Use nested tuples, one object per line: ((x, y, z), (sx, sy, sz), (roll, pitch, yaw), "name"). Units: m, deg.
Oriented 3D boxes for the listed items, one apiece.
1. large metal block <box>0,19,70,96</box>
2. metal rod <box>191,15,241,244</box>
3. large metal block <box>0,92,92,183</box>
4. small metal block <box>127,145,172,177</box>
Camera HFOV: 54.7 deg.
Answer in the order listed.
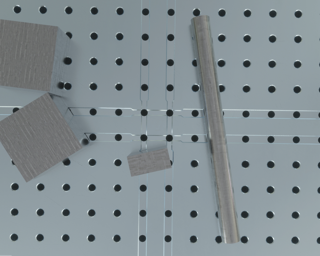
((-0.168, -0.089, 0.399), (0.080, 0.050, 0.080), (7, 90, 0), "large metal block")
((0.074, 0.002, 0.413), (0.025, 0.025, 0.298), (-8, 90, 0), "metal rod")
((-0.149, 0.011, 0.400), (0.080, 0.050, 0.080), (-32, 90, 0), "large metal block")
((-0.013, 0.042, 0.401), (0.050, 0.050, 0.025), (-12, 90, 0), "small metal block")
